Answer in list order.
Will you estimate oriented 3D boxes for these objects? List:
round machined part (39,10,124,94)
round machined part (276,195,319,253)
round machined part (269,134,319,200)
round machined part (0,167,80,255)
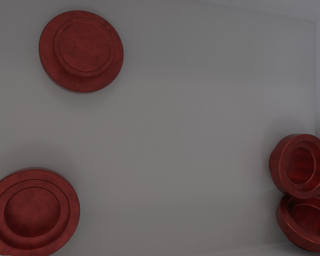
[{"bbox_3d":[-0.091,-0.091,0.368,0.099,0.042,0.097,0,90,-20],"label":"round machined part"},{"bbox_3d":[0.224,0.144,0.465,0.099,0.098,0.042,-10,129,-20],"label":"round machined part"},{"bbox_3d":[0.210,0.057,0.479,0.099,0.042,0.097,0,90,-20],"label":"round machined part"},{"bbox_3d":[-0.143,0.093,0.349,0.099,0.042,0.097,0,90,-20],"label":"round machined part"}]
